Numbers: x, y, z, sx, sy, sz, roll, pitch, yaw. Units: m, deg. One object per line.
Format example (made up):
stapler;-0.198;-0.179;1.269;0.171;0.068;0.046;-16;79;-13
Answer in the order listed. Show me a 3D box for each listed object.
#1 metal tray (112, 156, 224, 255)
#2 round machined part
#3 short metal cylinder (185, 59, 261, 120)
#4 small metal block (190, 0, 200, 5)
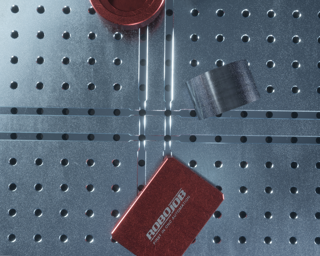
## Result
metal tray;0.010;0.113;0.411;0.090;0.030;0.130;37;90;-1
round machined part;-0.042;-0.176;0.404;0.099;0.042;0.097;0;90;-1
short metal cylinder;0.078;-0.046;0.387;0.080;0.080;0.050;-20;90;0
small metal block;0.049;-0.204;0.414;0.050;0.025;0.050;43;90;-1
